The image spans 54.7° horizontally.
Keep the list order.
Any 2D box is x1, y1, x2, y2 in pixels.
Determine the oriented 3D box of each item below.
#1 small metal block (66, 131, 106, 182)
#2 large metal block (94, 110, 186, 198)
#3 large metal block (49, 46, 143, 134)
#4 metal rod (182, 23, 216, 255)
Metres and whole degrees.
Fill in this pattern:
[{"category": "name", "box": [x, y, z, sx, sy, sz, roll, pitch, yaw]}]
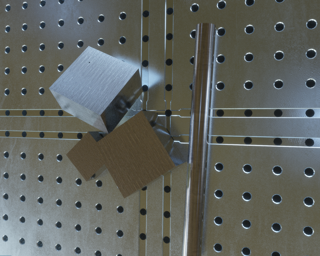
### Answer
[{"category": "small metal block", "box": [-0.098, 0.040, 0.446, 0.050, 0.025, 0.050, -44, 77, 14]}, {"category": "large metal block", "box": [-0.025, 0.033, 0.407, 0.080, 0.050, 0.080, -34, 79, 16]}, {"category": "large metal block", "box": [-0.080, -0.050, 0.408, 0.080, 0.050, 0.080, 27, 66, 18]}, {"category": "metal rod", "box": [0.049, 0.020, 0.394, 0.025, 0.025, 0.298, 4, 91, 19]}]
